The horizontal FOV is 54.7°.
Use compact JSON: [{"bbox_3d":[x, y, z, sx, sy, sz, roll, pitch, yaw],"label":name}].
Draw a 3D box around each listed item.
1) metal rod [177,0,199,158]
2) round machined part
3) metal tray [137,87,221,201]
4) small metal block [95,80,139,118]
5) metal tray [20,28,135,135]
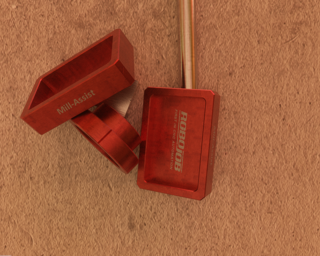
[{"bbox_3d":[0.036,-0.110,0.410,0.025,0.025,0.298,-2,90,-1],"label":"metal rod"},{"bbox_3d":[-0.060,0.008,0.374,0.098,0.098,0.042,43,76,-1],"label":"round machined part"},{"bbox_3d":[0.022,0.016,0.387,0.090,0.030,0.129,6,93,24],"label":"metal tray"},{"bbox_3d":[-0.060,-0.046,0.409,0.050,0.025,0.050,21,90,-1],"label":"small metal block"},{"bbox_3d":[-0.093,-0.055,0.360,0.130,0.090,0.030,-27,127,15],"label":"metal tray"}]
